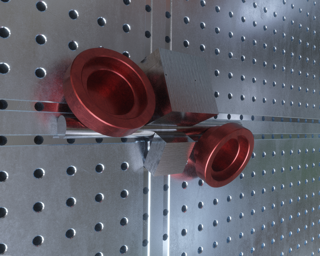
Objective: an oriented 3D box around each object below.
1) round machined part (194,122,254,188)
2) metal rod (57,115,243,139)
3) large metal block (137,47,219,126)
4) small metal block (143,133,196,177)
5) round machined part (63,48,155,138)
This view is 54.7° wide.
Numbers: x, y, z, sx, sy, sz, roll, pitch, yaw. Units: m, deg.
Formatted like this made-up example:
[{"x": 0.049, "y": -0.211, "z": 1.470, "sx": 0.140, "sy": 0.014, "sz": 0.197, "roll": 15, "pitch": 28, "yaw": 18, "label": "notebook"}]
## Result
[{"x": 0.089, "y": 0.036, "z": 0.457, "sx": 0.099, "sy": 0.042, "sz": 0.097, "roll": -21, "pitch": 127, "yaw": -29, "label": "round machined part"}, {"x": 0.013, "y": 0.000, "z": 0.421, "sx": 0.302, "sy": 0.025, "sz": 0.025, "roll": 0, "pitch": 90, "yaw": -40, "label": "metal rod"}, {"x": 0.021, "y": -0.048, "z": 0.396, "sx": 0.081, "sy": 0.050, "sz": 0.080, "roll": 1, "pitch": 71, "yaw": -40, "label": "large metal block"}, {"x": 0.012, "y": 0.034, "z": 0.407, "sx": 0.050, "sy": 0.025, "sz": 0.050, "roll": 1, "pitch": 118, "yaw": -40, "label": "small metal block"}, {"x": -0.057, "y": -0.034, "z": 0.334, "sx": 0.099, "sy": 0.042, "sz": 0.098, "roll": 21, "pitch": 52, "yaw": -29, "label": "round machined part"}]
